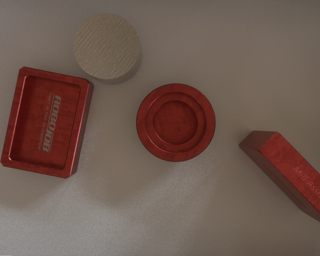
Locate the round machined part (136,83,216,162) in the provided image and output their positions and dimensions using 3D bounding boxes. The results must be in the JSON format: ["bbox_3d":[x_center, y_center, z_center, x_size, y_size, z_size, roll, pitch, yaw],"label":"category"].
[{"bbox_3d":[0.020,-0.007,0.403,0.099,0.042,0.097,0,90,-1],"label":"round machined part"}]

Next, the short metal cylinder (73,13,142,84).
[{"bbox_3d":[-0.065,-0.099,0.398,0.081,0.050,0.079,0,90,-1],"label":"short metal cylinder"}]

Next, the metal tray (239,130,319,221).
[{"bbox_3d":[0.163,0.060,0.381,0.030,0.090,0.130,-44,91,0],"label":"metal tray"}]

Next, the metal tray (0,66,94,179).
[{"bbox_3d":[-0.146,-0.007,0.406,0.091,0.030,0.129,12,90,-1],"label":"metal tray"}]
